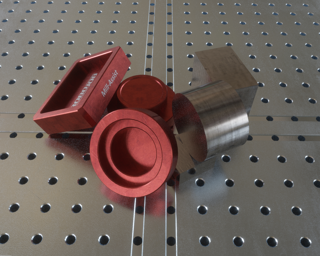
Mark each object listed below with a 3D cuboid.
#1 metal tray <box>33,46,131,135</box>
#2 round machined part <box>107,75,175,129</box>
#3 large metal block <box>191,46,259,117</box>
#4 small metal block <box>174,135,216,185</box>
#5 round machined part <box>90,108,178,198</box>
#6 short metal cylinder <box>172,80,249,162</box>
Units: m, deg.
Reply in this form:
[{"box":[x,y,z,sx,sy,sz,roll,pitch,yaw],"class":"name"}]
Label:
[{"box":[-0.103,-0.053,0.422,0.090,0.030,0.130,-8,44,31],"class":"metal tray"},{"box":[-0.024,-0.036,0.427,0.099,0.042,0.098,0,50,0],"class":"round machined part"},{"box":[0.081,-0.050,0.414,0.050,0.080,0.080,-13,51,-11],"class":"large metal block"},{"box":[0.032,0.033,0.380,0.050,0.025,0.050,-23,54,-18],"class":"small metal block"},{"box":[-0.026,0.025,0.352,0.098,0.097,0.042,21,14,16],"class":"round machined part"},{"box":[0.054,-0.008,0.347,0.050,0.080,0.080,-20,53,-16],"class":"short metal cylinder"}]
